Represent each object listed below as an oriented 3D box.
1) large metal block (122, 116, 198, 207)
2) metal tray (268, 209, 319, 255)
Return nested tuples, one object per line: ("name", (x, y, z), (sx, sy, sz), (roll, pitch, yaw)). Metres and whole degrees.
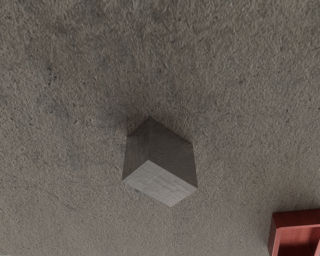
("large metal block", (0.000, 0.044, 0.409), (0.080, 0.080, 0.050), (34, 122, -25))
("metal tray", (0.255, 0.204, 0.580), (0.090, 0.030, 0.129), (-7, 130, 5))
